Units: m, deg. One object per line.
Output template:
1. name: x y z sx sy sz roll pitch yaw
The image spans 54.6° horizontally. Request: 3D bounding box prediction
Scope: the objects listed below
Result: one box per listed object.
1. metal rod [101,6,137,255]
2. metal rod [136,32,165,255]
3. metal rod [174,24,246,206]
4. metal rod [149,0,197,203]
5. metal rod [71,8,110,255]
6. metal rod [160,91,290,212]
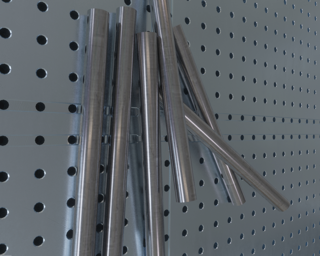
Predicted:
1. metal rod: -0.048 0.008 0.367 0.025 0.025 0.298 5 87 -40
2. metal rod: -0.011 0.034 0.390 0.025 0.025 0.298 -7 97 -40
3. metal rod: 0.074 -0.008 0.469 0.025 0.025 0.299 -37 113 -34
4. metal rod: 0.012 -0.061 0.386 0.025 0.025 0.299 -2 82 -40
5. metal rod: -0.077 0.019 0.343 0.025 0.025 0.298 5 87 -40
6. metal rod: 0.099 0.038 0.460 0.301 0.025 0.025 40 65 -22
